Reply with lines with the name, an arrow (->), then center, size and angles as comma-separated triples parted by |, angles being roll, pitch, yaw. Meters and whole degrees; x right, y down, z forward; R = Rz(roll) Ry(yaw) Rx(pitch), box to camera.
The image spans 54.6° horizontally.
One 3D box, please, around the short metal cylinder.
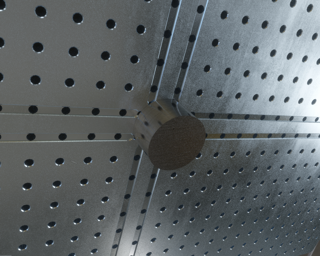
short metal cylinder -> 0.012, 0.008, 0.406 | 0.081, 0.050, 0.080 | -14, 124, -21
